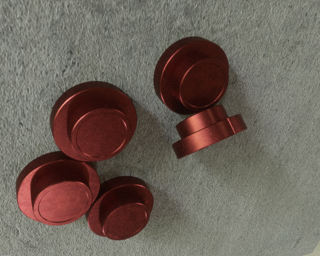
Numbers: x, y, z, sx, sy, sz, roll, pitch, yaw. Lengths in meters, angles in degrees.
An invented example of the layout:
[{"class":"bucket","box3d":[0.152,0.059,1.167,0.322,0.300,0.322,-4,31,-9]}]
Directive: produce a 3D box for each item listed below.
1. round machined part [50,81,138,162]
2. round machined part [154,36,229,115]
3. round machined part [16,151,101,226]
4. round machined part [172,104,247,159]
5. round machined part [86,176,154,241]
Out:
[{"class":"round machined part","box3d":[-0.072,-0.001,0.356,0.099,0.042,0.097,-14,124,-21]},{"class":"round machined part","box3d":[0.045,-0.059,0.384,0.099,0.042,0.097,-14,124,-21]},{"class":"round machined part","box3d":[-0.121,0.080,0.379,0.099,0.042,0.097,-14,124,-21]},{"class":"round machined part","box3d":[0.060,0.002,0.407,0.099,0.098,0.042,-22,83,-15]},{"class":"round machined part","box3d":[-0.053,0.120,0.441,0.099,0.042,0.097,-14,124,-21]}]
